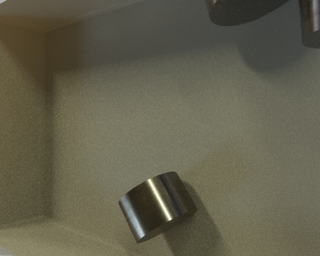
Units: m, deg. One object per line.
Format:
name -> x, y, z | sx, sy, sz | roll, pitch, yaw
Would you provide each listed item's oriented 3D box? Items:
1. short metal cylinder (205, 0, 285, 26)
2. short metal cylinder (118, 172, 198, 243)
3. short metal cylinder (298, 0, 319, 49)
short metal cylinder -> 0.081, -0.144, 0.303 | 0.080, 0.081, 0.050 | -22, 77, 37
short metal cylinder -> -0.002, 0.095, 0.371 | 0.080, 0.081, 0.050 | -44, 64, 31
short metal cylinder -> 0.154, -0.099, 0.244 | 0.080, 0.081, 0.050 | -6, 87, 39
